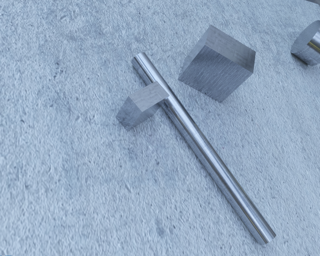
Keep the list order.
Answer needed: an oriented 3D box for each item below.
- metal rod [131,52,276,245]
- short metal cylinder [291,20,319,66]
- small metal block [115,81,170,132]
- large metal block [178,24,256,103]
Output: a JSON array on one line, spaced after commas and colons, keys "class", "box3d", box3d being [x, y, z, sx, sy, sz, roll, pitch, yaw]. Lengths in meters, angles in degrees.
[{"class": "metal rod", "box3d": [0.053, 0.020, 0.419, 0.025, 0.025, 0.299, -26, 76, -37]}, {"class": "short metal cylinder", "box3d": [0.325, -0.178, 0.652, 0.050, 0.080, 0.080, 33, 51, -7]}, {"class": "small metal block", "box3d": [-0.023, -0.027, 0.392, 0.050, 0.050, 0.025, -35, 82, -38]}, {"class": "large metal block", "box3d": [0.086, -0.095, 0.472, 0.080, 0.080, 0.050, 27, 52, -11]}]
